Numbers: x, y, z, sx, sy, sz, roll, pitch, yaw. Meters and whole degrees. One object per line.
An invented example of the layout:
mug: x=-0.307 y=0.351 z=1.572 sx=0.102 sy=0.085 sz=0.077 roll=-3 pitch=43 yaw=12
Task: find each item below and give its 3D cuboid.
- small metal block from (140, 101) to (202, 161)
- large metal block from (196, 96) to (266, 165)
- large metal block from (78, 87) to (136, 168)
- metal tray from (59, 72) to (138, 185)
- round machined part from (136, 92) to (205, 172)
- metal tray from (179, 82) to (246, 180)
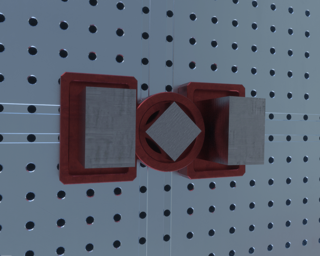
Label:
small metal block: x=0.013 y=0.004 z=0.374 sx=0.050 sy=0.025 sz=0.050 roll=46 pitch=76 yaw=-14
large metal block: x=0.089 y=0.003 z=0.402 sx=0.050 sy=0.080 sz=0.080 roll=2 pitch=90 yaw=-20
large metal block: x=-0.062 y=-0.001 z=0.346 sx=0.050 sy=0.080 sz=0.080 roll=1 pitch=90 yaw=-20
metal tray: x=-0.076 y=0.001 z=0.381 sx=0.091 sy=0.030 sz=0.129 roll=1 pitch=90 yaw=-20
round machined part: x=0.004 y=0.005 z=0.396 sx=0.099 sy=0.042 sz=0.097 roll=0 pitch=90 yaw=-20
metal tray: x=0.074 y=0.003 z=0.436 sx=0.091 sy=0.030 sz=0.129 roll=0 pitch=90 yaw=-20
